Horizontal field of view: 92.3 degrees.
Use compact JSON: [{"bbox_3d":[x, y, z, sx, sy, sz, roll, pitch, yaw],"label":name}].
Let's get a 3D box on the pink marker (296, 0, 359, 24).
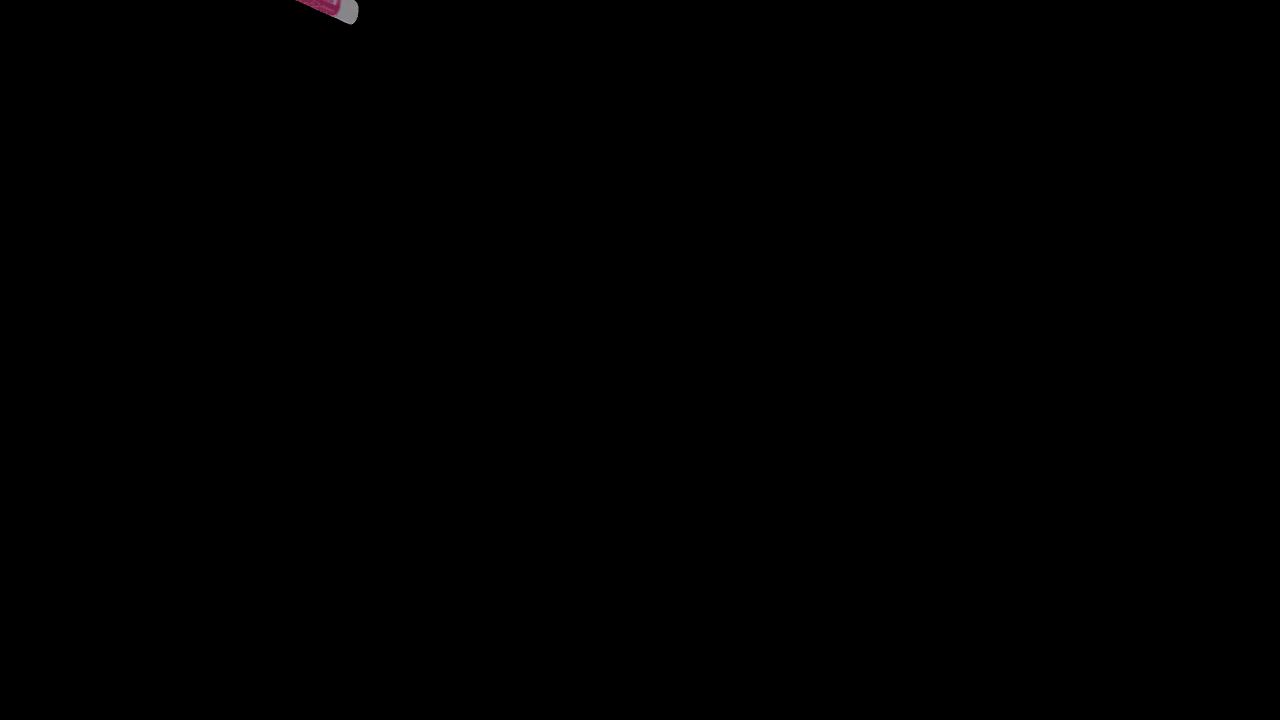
[{"bbox_3d":[-0.270,-0.283,0.455,0.020,0.020,0.121,0,2,35],"label":"pink marker"}]
